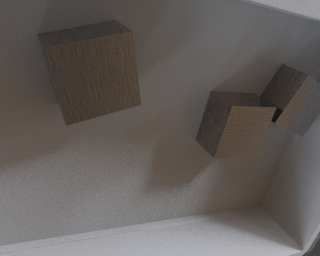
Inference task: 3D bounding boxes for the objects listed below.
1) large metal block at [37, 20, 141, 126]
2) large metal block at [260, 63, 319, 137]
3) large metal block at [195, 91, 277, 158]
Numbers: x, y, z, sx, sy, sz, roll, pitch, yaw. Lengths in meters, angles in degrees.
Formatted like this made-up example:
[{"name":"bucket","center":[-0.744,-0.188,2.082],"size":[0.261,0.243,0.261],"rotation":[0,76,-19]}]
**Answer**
[{"name":"large metal block","center":[-0.070,-0.058,0.318],"size":[0.081,0.050,0.079],"rotation":[-17,126,-19]},{"name":"large metal block","center":[0.205,-0.041,0.479],"size":[0.080,0.050,0.080],"rotation":[20,108,-36]},{"name":"large metal block","center":[0.108,-0.005,0.448],"size":[0.081,0.050,0.079],"rotation":[-1,119,-28]}]
